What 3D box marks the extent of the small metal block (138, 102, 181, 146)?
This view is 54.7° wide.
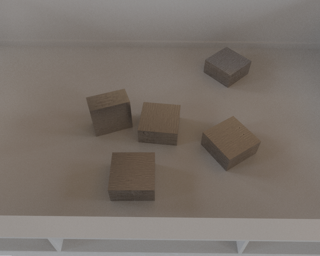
[{"bbox_3d":[0.000,-0.006,0.410,0.050,0.025,0.050,5,50,4],"label":"small metal block"}]

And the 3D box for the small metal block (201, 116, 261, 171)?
[{"bbox_3d":[0.088,0.019,0.390,0.050,0.025,0.050,-26,55,-21],"label":"small metal block"}]

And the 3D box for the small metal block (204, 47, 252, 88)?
[{"bbox_3d":[0.105,-0.096,0.486,0.050,0.025,0.050,-35,58,-26],"label":"small metal block"}]

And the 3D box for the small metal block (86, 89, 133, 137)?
[{"bbox_3d":[-0.065,-0.020,0.405,0.050,0.050,0.025,-15,52,-12],"label":"small metal block"}]

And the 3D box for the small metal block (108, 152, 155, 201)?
[{"bbox_3d":[-0.031,0.056,0.358,0.050,0.025,0.050,0,50,0],"label":"small metal block"}]
